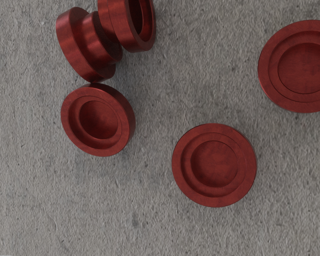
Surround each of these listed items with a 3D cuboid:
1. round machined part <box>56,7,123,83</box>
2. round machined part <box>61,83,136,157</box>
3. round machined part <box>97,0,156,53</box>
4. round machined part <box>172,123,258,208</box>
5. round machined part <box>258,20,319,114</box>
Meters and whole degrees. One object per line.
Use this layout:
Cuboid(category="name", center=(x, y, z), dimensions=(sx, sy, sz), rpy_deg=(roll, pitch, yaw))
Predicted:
Cuboid(category="round machined part", center=(-0.084, -0.110, 0.400), dimensions=(0.042, 0.098, 0.098), rpy_deg=(-20, 83, 19))
Cuboid(category="round machined part", center=(-0.078, -0.014, 0.415), dimensions=(0.098, 0.042, 0.097), rpy_deg=(7, 116, 15))
Cuboid(category="round machined part", center=(-0.042, -0.143, 0.385), dimensions=(0.042, 0.098, 0.097), rpy_deg=(-3, 89, 20))
Cuboid(category="round machined part", center=(0.067, 0.043, 0.376), dimensions=(0.098, 0.042, 0.097), rpy_deg=(0, 90, 20))
Cuboid(category="round machined part", center=(0.161, -0.065, 0.343), dimensions=(0.098, 0.042, 0.097), rpy_deg=(0, 90, 20))
